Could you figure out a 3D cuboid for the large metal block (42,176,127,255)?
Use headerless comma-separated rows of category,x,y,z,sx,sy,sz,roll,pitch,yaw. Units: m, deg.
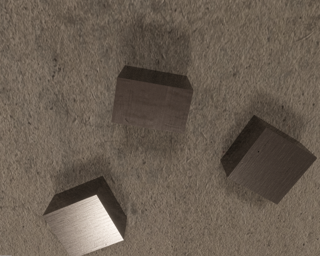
large metal block,-0.103,0.127,0.442,0.080,0.050,0.080,-23,109,7

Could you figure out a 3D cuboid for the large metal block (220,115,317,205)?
large metal block,0.141,0.042,0.414,0.080,0.050,0.080,29,107,-11

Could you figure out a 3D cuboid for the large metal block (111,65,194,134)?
large metal block,-0.009,-0.037,0.367,0.081,0.080,0.050,9,110,-4
